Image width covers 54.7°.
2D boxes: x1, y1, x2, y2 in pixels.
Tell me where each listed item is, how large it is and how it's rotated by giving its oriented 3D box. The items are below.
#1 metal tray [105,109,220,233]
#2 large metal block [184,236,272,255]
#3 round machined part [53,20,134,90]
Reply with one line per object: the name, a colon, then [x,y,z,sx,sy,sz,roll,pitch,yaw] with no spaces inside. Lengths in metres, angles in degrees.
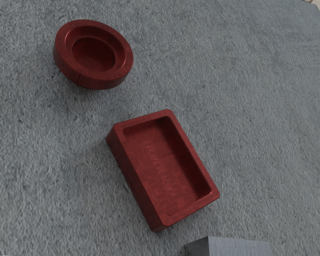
metal tray: [0.003,0.046,0.375,0.091,0.030,0.130,-18,72,-35]
large metal block: [0.075,0.165,0.330,0.081,0.050,0.080,13,56,-21]
round machined part: [-0.088,-0.089,0.401,0.099,0.042,0.098,14,56,-21]
